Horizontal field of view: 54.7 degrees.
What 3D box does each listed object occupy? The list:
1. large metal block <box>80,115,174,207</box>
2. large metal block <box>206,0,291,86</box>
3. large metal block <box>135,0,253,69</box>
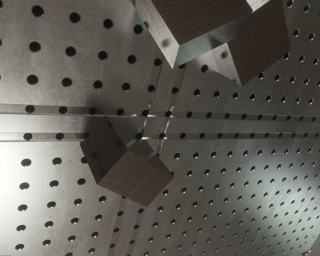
[{"bbox_3d":[-0.042,0.040,0.379,0.050,0.080,0.080,-49,129,6],"label":"large metal block"},{"bbox_3d":[0.108,-0.113,0.386,0.080,0.050,0.080,-36,130,-5],"label":"large metal block"},{"bbox_3d":[0.030,-0.119,0.311,0.080,0.080,0.050,-28,171,-11],"label":"large metal block"}]
